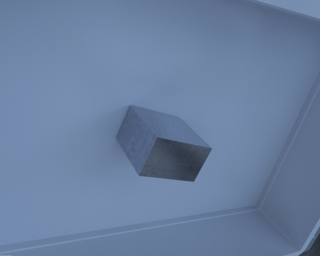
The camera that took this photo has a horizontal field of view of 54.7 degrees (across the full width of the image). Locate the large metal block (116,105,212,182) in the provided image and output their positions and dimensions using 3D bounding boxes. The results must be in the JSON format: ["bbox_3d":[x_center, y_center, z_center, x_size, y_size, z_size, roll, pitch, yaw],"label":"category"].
[{"bbox_3d":[0.003,0.019,0.385,0.081,0.080,0.050,13,112,-34],"label":"large metal block"}]
